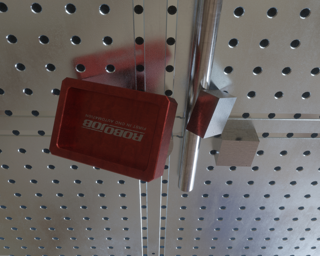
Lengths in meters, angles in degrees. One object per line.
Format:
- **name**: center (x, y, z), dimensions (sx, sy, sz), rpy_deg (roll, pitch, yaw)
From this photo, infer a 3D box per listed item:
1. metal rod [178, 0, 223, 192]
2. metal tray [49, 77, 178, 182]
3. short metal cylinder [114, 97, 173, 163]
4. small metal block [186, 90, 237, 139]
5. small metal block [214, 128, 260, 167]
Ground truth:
- **metal rod**: center (0.045, -0.022, 0.393), dimensions (0.025, 0.025, 0.298), rpy_deg (1, 130, -1)
- **metal tray**: center (-0.054, -0.001, 0.344), dimensions (0.130, 0.030, 0.089), rpy_deg (13, 93, 18)
- **short metal cylinder**: center (-0.024, 0.005, 0.399), dimensions (0.081, 0.050, 0.079), rpy_deg (-1, 130, 0)
- **small metal block**: center (0.062, -0.018, 0.370), dimensions (0.025, 0.050, 0.050), rpy_deg (30, 112, 29)
- **small metal block**: center (0.107, 0.028, 0.437), dimensions (0.050, 0.025, 0.050), rpy_deg (2, 130, -3)
